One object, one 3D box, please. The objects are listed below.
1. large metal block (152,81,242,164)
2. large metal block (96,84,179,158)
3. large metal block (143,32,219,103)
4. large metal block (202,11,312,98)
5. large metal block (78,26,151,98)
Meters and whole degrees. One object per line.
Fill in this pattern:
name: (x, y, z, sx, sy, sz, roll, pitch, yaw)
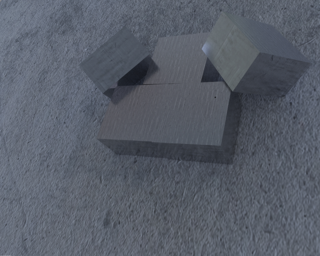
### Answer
large metal block: (0.046, -0.007, 0.366, 0.080, 0.050, 0.080, 2, 62, 28)
large metal block: (-0.024, -0.009, 0.405, 0.080, 0.050, 0.080, 2, 62, 28)
large metal block: (0.034, -0.078, 0.419, 0.080, 0.050, 0.080, 3, 63, 29)
large metal block: (0.108, -0.083, 0.356, 0.050, 0.081, 0.080, -61, 39, 38)
large metal block: (-0.058, -0.088, 0.443, 0.080, 0.080, 0.050, -40, 86, 1)
